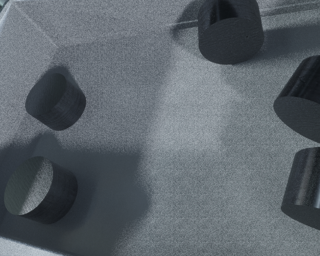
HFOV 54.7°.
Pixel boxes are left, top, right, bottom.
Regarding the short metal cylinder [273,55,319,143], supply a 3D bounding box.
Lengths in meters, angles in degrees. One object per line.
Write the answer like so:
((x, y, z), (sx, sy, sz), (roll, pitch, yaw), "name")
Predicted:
((0.161, -0.025, 0.301), (0.080, 0.080, 0.050), (29, 78, 37), "short metal cylinder")

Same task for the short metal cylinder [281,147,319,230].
((0.149, 0.056, 0.258), (0.080, 0.080, 0.050), (11, 68, 33), "short metal cylinder")

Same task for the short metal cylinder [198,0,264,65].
((0.090, -0.128, 0.402), (0.080, 0.080, 0.050), (-11, 57, 22), "short metal cylinder")

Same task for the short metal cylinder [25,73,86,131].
((-0.169, -0.042, 0.505), (0.080, 0.050, 0.080), (-13, 56, 21), "short metal cylinder")

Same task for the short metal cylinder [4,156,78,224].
((-0.161, 0.085, 0.422), (0.080, 0.050, 0.080), (-13, 56, 21), "short metal cylinder")
